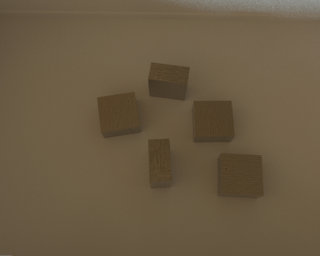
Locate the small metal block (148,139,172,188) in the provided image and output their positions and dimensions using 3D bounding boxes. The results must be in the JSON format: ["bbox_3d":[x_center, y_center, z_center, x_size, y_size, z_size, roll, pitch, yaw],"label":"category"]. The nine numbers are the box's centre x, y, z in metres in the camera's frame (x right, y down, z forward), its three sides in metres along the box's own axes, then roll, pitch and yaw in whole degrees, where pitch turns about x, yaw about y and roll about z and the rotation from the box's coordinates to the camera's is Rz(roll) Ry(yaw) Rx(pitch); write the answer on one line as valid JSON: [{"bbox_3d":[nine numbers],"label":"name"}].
[{"bbox_3d":[0.000,0.045,0.380,0.025,0.050,0.050,-2,70,-1],"label":"small metal block"}]

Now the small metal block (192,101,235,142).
[{"bbox_3d":[0.070,-0.008,0.413,0.050,0.025,0.050,0,70,0],"label":"small metal block"}]

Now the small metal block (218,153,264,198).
[{"bbox_3d":[0.100,0.060,0.388,0.050,0.025,0.050,3,70,1],"label":"small metal block"}]

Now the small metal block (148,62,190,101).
[{"bbox_3d":[0.012,-0.062,0.419,0.050,0.050,0.025,8,71,3],"label":"small metal block"}]

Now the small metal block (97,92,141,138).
[{"bbox_3d":[-0.055,-0.017,0.415,0.050,0.025,0.050,-9,70,-4],"label":"small metal block"}]
